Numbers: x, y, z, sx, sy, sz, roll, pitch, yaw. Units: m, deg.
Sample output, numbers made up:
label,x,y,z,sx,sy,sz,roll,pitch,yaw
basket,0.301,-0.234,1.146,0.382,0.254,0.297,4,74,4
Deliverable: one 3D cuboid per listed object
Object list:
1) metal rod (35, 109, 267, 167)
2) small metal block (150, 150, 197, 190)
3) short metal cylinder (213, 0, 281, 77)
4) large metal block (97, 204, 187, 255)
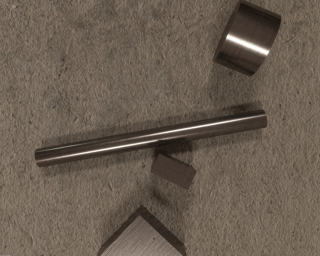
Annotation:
label,x,y,z,sx,sy,sz,roll,pitch,yaw
metal rod,-0.011,0.013,0.409,0.302,0.025,0.025,-10,90,-1
small metal block,0.016,0.053,0.398,0.050,0.050,0.025,26,90,-1
short metal cylinder,0.105,-0.111,0.384,0.050,0.080,0.080,22,90,-1
large metal block,-0.023,0.161,0.397,0.080,0.050,0.080,44,90,-1
